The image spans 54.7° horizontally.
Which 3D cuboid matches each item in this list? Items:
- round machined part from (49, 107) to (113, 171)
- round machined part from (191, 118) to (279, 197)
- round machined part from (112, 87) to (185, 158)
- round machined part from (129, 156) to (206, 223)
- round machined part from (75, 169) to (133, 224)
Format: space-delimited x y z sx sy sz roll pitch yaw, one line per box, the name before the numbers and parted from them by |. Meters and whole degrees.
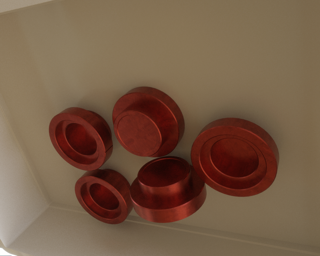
round machined part | -0.112 0.012 0.462 0.098 0.042 0.097 13 124 20
round machined part | 0.090 0.031 0.368 0.098 0.042 0.097 13 124 20
round machined part | -0.021 -0.001 0.407 0.098 0.042 0.097 13 124 20
round machined part | 0.008 0.072 0.400 0.098 0.098 0.042 2 120 27
round machined part | -0.086 0.106 0.507 0.098 0.042 0.097 13 124 20
